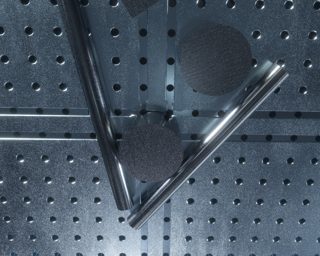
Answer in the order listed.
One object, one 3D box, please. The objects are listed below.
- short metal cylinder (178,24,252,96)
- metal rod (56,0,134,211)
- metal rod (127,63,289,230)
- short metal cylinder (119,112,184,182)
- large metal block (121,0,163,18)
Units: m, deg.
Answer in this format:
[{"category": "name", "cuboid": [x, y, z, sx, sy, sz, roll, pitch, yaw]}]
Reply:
[{"category": "short metal cylinder", "cuboid": [0.063, -0.083, 0.370, 0.081, 0.050, 0.079, 0, 110, 0]}, {"category": "metal rod", "cuboid": [-0.080, -0.023, 0.403, 0.025, 0.025, 0.298, -11, 110, 4]}, {"category": "metal rod", "cuboid": [0.056, 0.035, 0.426, 0.025, 0.025, 0.299, 38, 106, -13]}, {"category": "short metal cylinder", "cuboid": [-0.011, 0.024, 0.409, 0.081, 0.050, 0.079, 0, 110, 0]}, {"category": "large metal block", "cuboid": [-0.016, -0.177, 0.335, 0.080, 0.050, 0.080, -30, 108, 10]}]
